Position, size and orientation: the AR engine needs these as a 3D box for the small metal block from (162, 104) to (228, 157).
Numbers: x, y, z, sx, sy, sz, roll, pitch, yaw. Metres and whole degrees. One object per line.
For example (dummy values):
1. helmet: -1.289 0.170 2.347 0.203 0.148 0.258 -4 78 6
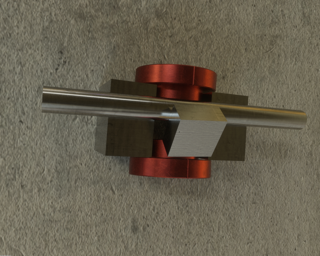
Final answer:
1. small metal block: 0.035 0.004 0.324 0.050 0.025 0.050 2 130 -19

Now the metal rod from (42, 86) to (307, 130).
1. metal rod: 0.033 -0.018 0.337 0.302 0.025 0.025 3 89 -20

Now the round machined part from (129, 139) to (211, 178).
1. round machined part: 0.013 0.037 0.376 0.099 0.098 0.042 5 84 -20

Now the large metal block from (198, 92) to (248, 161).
1. large metal block: 0.068 -0.001 0.406 0.050 0.080 0.080 4 89 -20

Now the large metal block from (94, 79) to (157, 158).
1. large metal block: -0.043 -0.010 0.365 0.050 0.080 0.080 5 89 -20

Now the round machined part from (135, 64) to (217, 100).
1. round machined part: 0.018 -0.047 0.378 0.099 0.098 0.042 4 90 -20
